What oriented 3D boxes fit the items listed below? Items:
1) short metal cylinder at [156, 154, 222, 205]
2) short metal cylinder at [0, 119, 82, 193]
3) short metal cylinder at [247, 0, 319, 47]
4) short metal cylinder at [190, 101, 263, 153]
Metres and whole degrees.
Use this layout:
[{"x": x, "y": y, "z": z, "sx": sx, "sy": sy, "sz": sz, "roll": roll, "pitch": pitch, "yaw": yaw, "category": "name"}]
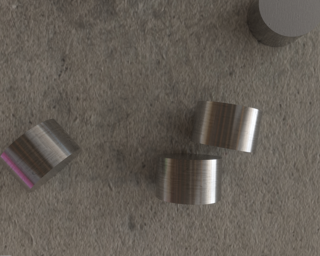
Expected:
[{"x": 0.036, "y": 0.060, "z": 0.383, "sx": 0.081, "sy": 0.080, "sz": 0.050, "roll": 2, "pitch": 90, "yaw": -1, "category": "short metal cylinder"}, {"x": -0.145, "y": 0.034, "z": 0.381, "sx": 0.080, "sy": 0.080, "sz": 0.050, "roll": -42, "pitch": 91, "yaw": 0, "category": "short metal cylinder"}, {"x": 0.160, "y": -0.150, "z": 0.400, "sx": 0.081, "sy": 0.050, "sz": 0.079, "roll": 0, "pitch": 90, "yaw": -1, "category": "short metal cylinder"}, {"x": 0.082, "y": -0.001, "z": 0.384, "sx": 0.080, "sy": 0.080, "sz": 0.050, "roll": 10, "pitch": 90, "yaw": -1, "category": "short metal cylinder"}]
